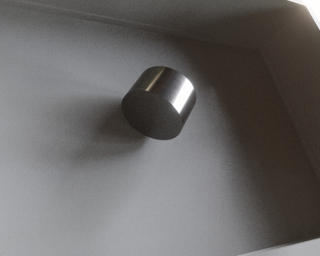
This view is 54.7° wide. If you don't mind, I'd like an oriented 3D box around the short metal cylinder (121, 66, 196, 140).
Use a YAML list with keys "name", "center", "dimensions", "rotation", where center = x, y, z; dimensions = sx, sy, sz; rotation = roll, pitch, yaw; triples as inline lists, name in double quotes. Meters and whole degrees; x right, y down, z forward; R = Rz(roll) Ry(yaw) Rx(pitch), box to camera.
- name: "short metal cylinder"
  center: [-0.001, -0.030, 0.390]
  dimensions: [0.080, 0.080, 0.050]
  rotation: [35, 51, -6]
